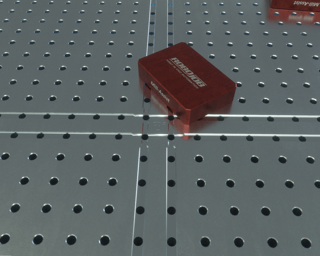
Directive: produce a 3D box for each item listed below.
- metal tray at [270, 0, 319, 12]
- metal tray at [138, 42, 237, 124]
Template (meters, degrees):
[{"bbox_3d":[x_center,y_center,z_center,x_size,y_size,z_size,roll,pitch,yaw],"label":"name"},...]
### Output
[{"bbox_3d":[0.296,-0.279,0.640,0.131,0.030,0.090,7,50,5],"label":"metal tray"},{"bbox_3d":[0.038,-0.072,0.466,0.091,0.030,0.130,-27,55,-21],"label":"metal tray"}]
